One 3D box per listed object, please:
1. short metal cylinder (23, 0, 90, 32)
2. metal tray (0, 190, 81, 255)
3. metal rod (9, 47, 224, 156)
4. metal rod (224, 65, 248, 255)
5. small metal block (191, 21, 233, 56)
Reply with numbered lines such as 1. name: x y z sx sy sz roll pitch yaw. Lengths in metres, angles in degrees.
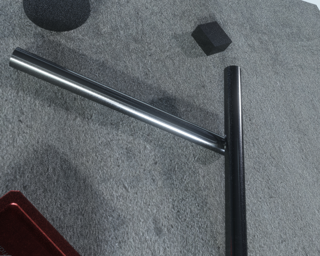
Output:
1. short metal cylinder: -0.134 -0.173 0.402 0.081 0.080 0.050 1 61 -28
2. metal tray: -0.117 0.129 0.259 0.130 0.030 0.091 45 51 3
3. metal rod: -0.037 -0.027 0.401 0.302 0.025 0.025 23 53 -15
4. metal rod: 0.097 0.049 0.401 0.025 0.025 0.299 15 64 -21
5. small metal block: 0.093 -0.161 0.554 0.050 0.025 0.050 -25 76 -37
